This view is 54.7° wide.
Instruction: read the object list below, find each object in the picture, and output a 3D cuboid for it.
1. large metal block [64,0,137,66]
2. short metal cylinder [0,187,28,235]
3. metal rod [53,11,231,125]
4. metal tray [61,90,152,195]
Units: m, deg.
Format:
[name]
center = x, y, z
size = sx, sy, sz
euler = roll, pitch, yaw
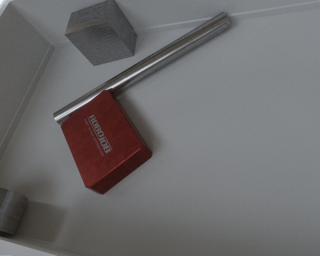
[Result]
[large metal block]
center = -0.095, -0.155, 0.513
size = 0.080, 0.080, 0.050
euler = -8, 58, 23
[short metal cylinder]
center = -0.229, 0.110, 0.421
size = 0.080, 0.080, 0.050
euler = -1, 62, 27
[metal rod]
center = -0.033, -0.086, 0.473
size = 0.301, 0.025, 0.025
euler = -29, 52, 9
[metal tray]
center = -0.079, 0.015, 0.433
size = 0.090, 0.030, 0.130
euler = -38, 51, 2
